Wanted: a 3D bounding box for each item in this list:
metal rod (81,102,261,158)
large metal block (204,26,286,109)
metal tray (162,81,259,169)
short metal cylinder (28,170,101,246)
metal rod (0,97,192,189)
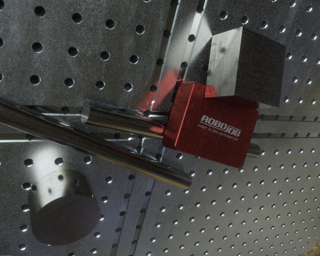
[{"bbox_3d":[0.037,0.011,0.438,0.302,0.025,0.025,13,112,-34],"label":"metal rod"},{"bbox_3d":[0.108,-0.071,0.390,0.081,0.050,0.080,10,86,-33],"label":"large metal block"},{"bbox_3d":[0.073,-0.001,0.425,0.131,0.030,0.090,19,87,-34],"label":"metal tray"},{"bbox_3d":[-0.121,0.100,0.391,0.081,0.050,0.079,-14,124,-21],"label":"short metal cylinder"},{"bbox_3d":[-0.066,0.030,0.393,0.301,0.025,0.025,27,104,-38],"label":"metal rod"}]
